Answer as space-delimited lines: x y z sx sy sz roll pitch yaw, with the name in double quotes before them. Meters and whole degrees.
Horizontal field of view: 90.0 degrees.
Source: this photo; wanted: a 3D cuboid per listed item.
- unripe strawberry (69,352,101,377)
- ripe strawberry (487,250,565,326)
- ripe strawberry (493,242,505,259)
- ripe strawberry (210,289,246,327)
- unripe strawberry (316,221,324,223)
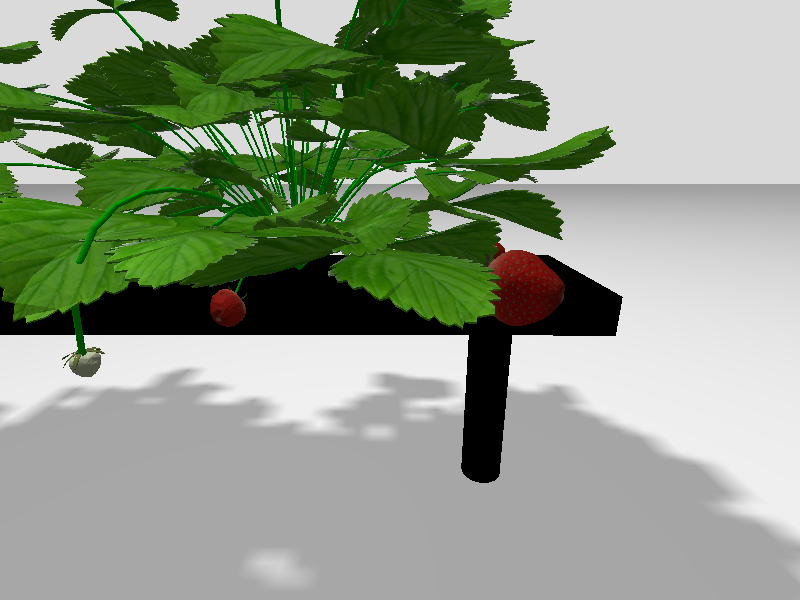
"unripe strawberry" -0.117 0.024 0.149 0.009 0.010 0.010 2 18 7
"ripe strawberry" 0.072 -0.006 0.230 0.044 0.043 0.041 14 23 36
"ripe strawberry" 0.079 -0.044 0.362 0.032 0.027 0.032 0 18 -3
"ripe strawberry" -0.097 0.005 0.222 0.018 0.021 0.020 1 31 3
"unripe strawberry" -0.088 -0.075 0.455 0.035 0.030 0.035 0 17 1
